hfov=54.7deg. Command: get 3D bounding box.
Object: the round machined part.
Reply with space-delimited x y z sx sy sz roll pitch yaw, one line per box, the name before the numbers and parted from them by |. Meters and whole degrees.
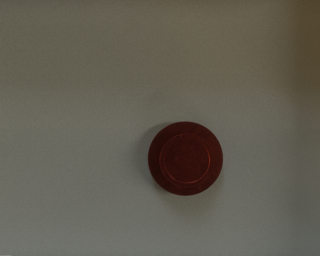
round machined part | 0.033 0.040 0.403 0.099 0.042 0.097 0 90 -1
